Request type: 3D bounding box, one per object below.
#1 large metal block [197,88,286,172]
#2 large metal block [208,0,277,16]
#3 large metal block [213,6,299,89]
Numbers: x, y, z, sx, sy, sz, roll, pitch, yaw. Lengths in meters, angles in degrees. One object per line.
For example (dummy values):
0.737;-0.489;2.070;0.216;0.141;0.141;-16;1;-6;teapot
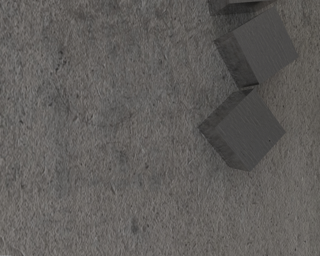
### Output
0.115;0.003;0.438;0.080;0.050;0.080;-43;104;-15;large metal block
0.111;-0.209;0.436;0.081;0.050;0.080;-12;94;-20;large metal block
0.138;-0.114;0.446;0.080;0.050;0.080;-34;101;-17;large metal block
